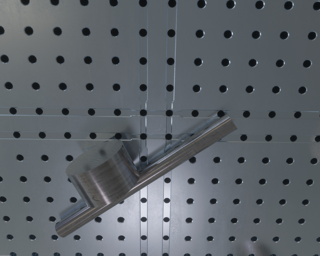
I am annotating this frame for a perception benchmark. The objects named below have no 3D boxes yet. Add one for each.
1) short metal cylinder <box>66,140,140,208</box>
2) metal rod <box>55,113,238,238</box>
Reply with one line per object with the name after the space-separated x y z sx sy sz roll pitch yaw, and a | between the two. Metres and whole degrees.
-0.074 0.058 0.405 0.080 0.080 0.050 -23 109 8 | short metal cylinder
-0.027 0.072 0.439 0.300 0.025 0.025 -34 107 11 | metal rod
